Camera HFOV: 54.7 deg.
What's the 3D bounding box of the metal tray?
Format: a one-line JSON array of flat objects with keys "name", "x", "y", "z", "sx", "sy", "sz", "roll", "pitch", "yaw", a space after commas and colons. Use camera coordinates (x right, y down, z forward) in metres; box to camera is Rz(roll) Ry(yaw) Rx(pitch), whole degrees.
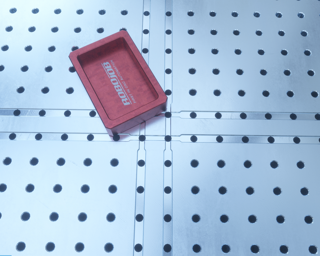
[{"name": "metal tray", "x": -0.058, "y": -0.065, "z": 0.431, "sx": 0.090, "sy": 0.030, "sz": 0.130, "roll": -27, "pitch": 73, "yaw": -10}]
